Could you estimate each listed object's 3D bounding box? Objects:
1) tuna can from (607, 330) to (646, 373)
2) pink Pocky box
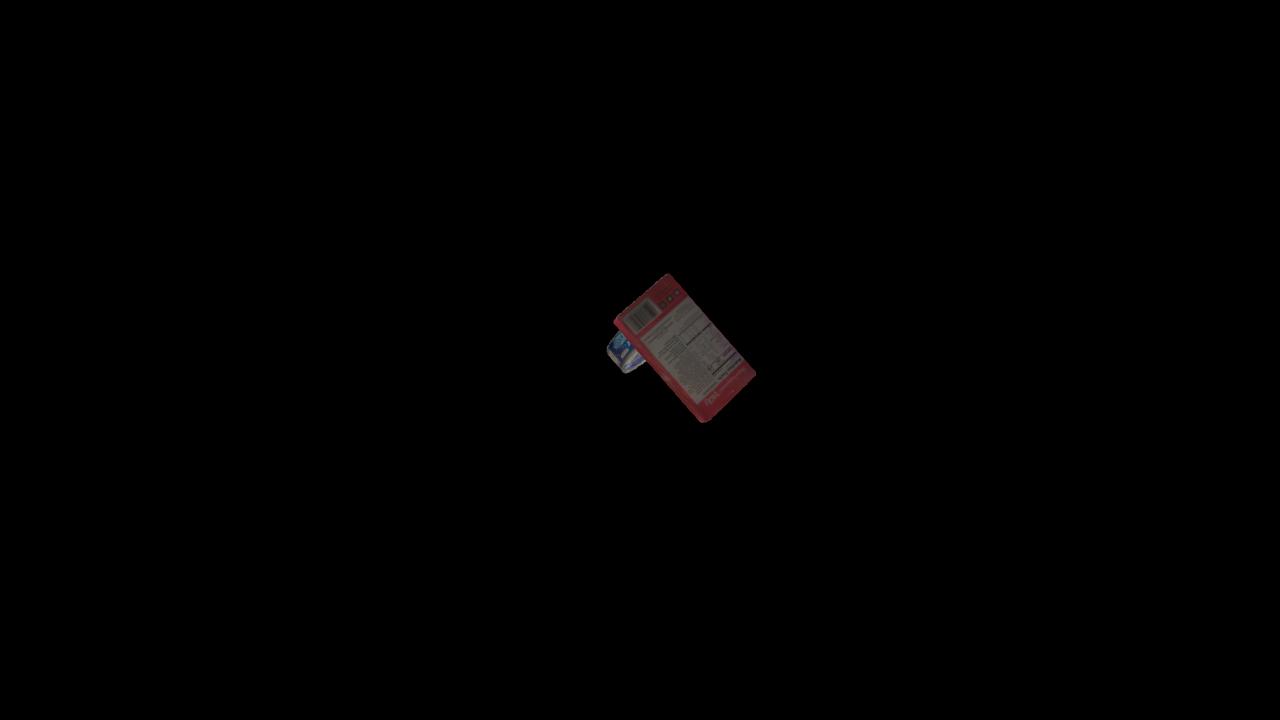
[{"bbox_3d":[0.000,-0.024,0.761,0.084,0.034,0.084,-40,-13,-11],"label":"tuna can"},{"bbox_3d":[0.051,-0.013,0.694,0.084,0.155,0.029,-42,2,-16],"label":"pink Pocky box"}]
